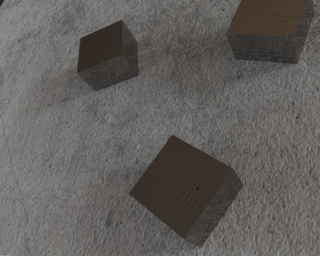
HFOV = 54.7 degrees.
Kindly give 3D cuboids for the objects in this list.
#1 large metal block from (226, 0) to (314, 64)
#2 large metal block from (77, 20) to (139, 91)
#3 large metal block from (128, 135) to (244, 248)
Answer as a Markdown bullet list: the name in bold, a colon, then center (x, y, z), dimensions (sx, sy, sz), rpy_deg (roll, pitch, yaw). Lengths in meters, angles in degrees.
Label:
- **large metal block**: center (0.142, -0.132, 0.395), dimensions (0.080, 0.050, 0.080), rpy_deg (13, 68, 33)
- **large metal block**: center (-0.083, -0.117, 0.504), dimensions (0.080, 0.050, 0.080), rpy_deg (-17, 55, 18)
- **large metal block**: center (0.028, 0.066, 0.332), dimensions (0.080, 0.050, 0.080), rpy_deg (29, 78, 37)
